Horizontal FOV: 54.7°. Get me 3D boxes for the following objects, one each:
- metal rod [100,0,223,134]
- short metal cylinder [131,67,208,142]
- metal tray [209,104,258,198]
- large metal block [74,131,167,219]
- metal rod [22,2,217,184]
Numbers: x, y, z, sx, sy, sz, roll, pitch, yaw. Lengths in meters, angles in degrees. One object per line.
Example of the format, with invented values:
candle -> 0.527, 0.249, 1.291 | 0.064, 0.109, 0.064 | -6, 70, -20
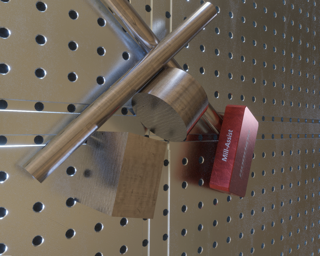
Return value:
metal rod -> 0.002, -0.093, 0.410 | 0.300, 0.025, 0.025 | 45, 63, -31
short metal cylinder -> 0.012, -0.028, 0.383 | 0.050, 0.080, 0.080 | -51, 120, -28
metal tray -> 0.120, 0.038, 0.488 | 0.090, 0.030, 0.130 | 32, 69, -56
large metal block -> -0.044, 0.048, 0.336 | 0.050, 0.080, 0.080 | 18, 79, -39
metal rod -> -0.030, -0.056, 0.360 | 0.301, 0.025, 0.025 | -47, 118, -22
